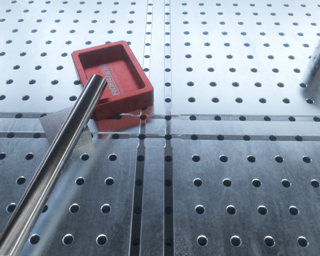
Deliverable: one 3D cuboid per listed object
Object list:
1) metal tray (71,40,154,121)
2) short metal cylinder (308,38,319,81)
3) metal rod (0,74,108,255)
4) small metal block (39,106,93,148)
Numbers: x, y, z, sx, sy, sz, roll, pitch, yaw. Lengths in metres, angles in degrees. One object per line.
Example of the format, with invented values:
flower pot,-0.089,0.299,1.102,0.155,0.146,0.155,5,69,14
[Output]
metal tray,-0.074,-0.077,0.467,0.091,0.030,0.130,-17,52,-15
short metal cylinder,0.284,-0.110,0.488,0.081,0.050,0.080,0,50,0
metal rod,-0.125,0.057,0.335,0.025,0.025,0.300,13,58,10
small metal block,-0.123,0.003,0.404,0.050,0.025,0.050,-23,54,-19
